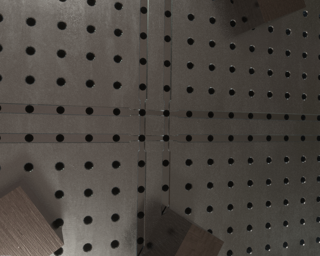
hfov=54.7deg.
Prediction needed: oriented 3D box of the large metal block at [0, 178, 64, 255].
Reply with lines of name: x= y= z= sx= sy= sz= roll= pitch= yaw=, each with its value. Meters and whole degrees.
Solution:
large metal block: x=-0.165 y=0.115 z=0.339 sx=0.080 sy=0.050 sz=0.080 roll=-35 pitch=102 yaw=-17

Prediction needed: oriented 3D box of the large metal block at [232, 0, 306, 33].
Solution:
large metal block: x=0.156 y=-0.198 z=0.458 sx=0.081 sy=0.050 sz=0.080 roll=-25 pitch=99 yaw=-19

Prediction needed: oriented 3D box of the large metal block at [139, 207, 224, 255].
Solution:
large metal block: x=0.023 y=0.157 z=0.393 sx=0.050 sy=0.080 sz=0.080 roll=34 pitch=79 yaw=-17
